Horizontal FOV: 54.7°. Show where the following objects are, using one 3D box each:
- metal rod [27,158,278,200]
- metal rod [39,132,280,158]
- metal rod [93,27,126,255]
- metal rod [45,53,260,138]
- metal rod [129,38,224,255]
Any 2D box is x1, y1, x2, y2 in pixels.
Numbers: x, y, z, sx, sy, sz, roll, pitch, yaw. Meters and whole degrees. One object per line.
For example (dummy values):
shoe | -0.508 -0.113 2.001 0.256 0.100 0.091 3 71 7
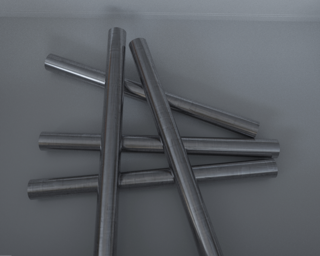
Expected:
metal rod | -0.007 0.063 0.385 0.302 0.025 0.025 -5 70 -2
metal rod | -0.001 0.022 0.400 0.302 0.025 0.025 2 70 0
metal rod | -0.059 0.009 0.377 0.025 0.025 0.299 0 70 0
metal rod | -0.015 -0.045 0.424 0.301 0.025 0.025 19 71 6
metal rod | 0.015 0.019 0.375 0.025 0.025 0.299 -17 71 -6
